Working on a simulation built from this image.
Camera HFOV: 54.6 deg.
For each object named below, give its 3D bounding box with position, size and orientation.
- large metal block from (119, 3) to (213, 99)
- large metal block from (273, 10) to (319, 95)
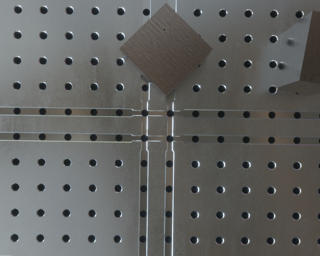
[{"bbox_3d":[0.007,-0.096,0.401,0.080,0.050,0.080,-45,90,0],"label":"large metal block"},{"bbox_3d":[0.188,-0.088,0.387,0.050,0.080,0.080,11,90,0],"label":"large metal block"}]
